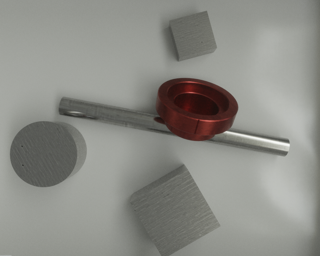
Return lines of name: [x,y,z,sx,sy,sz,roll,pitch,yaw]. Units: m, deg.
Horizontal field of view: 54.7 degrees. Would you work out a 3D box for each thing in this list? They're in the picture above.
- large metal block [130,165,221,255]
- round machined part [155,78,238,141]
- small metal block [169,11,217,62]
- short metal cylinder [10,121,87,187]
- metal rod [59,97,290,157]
large metal block: [0.019,0.104,0.399,0.080,0.050,0.080,-30,90,0]
round machined part: [0.043,-0.020,0.385,0.099,0.098,0.042,11,126,-1]
small metal block: [0.043,-0.121,0.412,0.050,0.025,0.050,-15,90,-1]
short metal cylinder: [-0.140,0.031,0.397,0.081,0.050,0.079,0,90,-1]
metal rod: [0.019,-0.002,0.411,0.302,0.025,0.025,11,90,-1]
